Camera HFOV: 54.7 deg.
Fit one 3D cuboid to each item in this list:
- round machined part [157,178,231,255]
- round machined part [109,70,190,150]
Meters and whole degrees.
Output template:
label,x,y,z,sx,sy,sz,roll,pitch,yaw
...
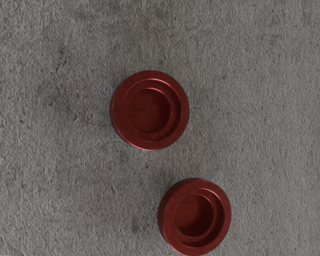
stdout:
label,x,y,z,sx,sy,sz,roll,pitch,yaw
round machined part,0.042,0.115,0.416,0.099,0.042,0.097,0,90,-20
round machined part,-0.016,-0.022,0.394,0.099,0.042,0.097,0,90,-20
